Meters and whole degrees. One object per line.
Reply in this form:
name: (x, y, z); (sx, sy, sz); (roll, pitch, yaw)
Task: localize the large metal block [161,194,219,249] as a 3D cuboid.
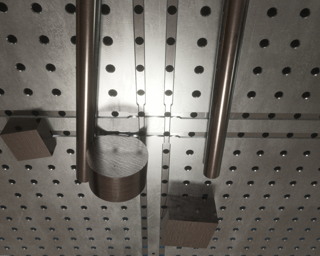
large metal block: (0.048, 0.162, 0.534); (0.081, 0.050, 0.079); (6, 130, -6)

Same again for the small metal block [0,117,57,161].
small metal block: (-0.178, 0.016, 0.423); (0.050, 0.025, 0.050); (-8, 130, 6)

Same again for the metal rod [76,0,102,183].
metal rod: (-0.089, -0.038, 0.377); (0.025, 0.025, 0.298); (7, 130, -7)

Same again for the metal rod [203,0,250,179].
metal rod: (0.076, -0.046, 0.373); (0.025, 0.025, 0.298); (-1, 130, 0)

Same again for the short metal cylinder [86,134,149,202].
short metal cylinder: (-0.057, 0.053, 0.420); (0.081, 0.080, 0.050); (3, 130, -4)
